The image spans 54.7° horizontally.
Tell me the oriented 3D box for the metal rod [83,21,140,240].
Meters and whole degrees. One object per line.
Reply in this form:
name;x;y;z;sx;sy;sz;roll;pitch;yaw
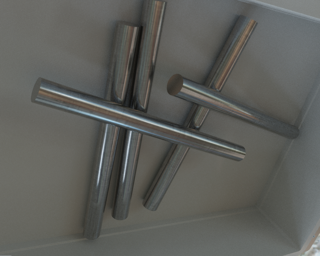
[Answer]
metal rod;-0.066;0.022;0.386;0.025;0.025;0.298;-1;119;-29

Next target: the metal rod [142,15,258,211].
metal rod;0.048;-0.009;0.431;0.025;0.025;0.298;14;111;-35

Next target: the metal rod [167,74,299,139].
metal rod;0.124;-0.020;0.443;0.302;0.025;0.025;15;111;-42

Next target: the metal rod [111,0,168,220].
metal rod;-0.032;-0.004;0.390;0.025;0.025;0.298;-3;120;-27

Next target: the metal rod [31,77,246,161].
metal rod;0.001;0.001;0.377;0.302;0.025;0.025;17;109;-36
